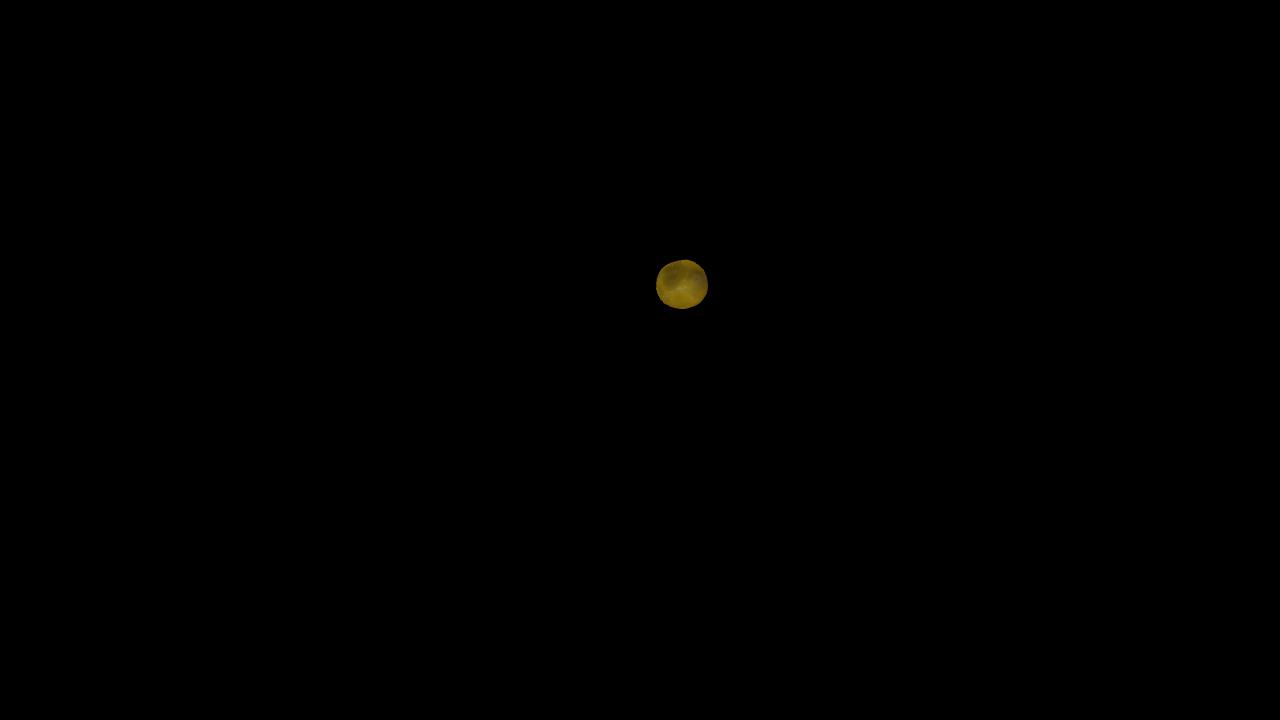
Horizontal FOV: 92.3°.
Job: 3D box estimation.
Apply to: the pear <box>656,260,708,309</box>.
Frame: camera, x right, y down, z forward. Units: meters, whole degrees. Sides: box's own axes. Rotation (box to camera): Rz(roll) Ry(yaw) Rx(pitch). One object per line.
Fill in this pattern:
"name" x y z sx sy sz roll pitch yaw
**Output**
"pear" 0.077 -0.108 0.960 0.080 0.080 0.111 0 -16 36
